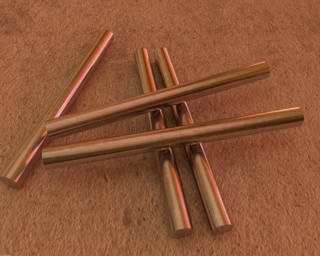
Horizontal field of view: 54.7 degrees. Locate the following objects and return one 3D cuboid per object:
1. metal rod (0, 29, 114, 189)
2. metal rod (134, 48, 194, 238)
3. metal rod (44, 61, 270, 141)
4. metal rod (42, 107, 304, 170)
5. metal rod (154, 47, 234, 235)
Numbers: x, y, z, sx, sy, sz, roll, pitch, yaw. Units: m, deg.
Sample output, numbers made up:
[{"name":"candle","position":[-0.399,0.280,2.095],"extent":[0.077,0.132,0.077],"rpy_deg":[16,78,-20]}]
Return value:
[{"name":"metal rod","position":[-0.131,-0.049,0.443],"extent":[0.025,0.025,0.300],"rpy_deg":[12,51,10]},{"name":"metal rod","position":[-0.004,-0.006,0.408],"extent":[0.025,0.025,0.300],"rpy_deg":[-8,50,-7]},{"name":"metal rod","position":[0.008,-0.039,0.402],"extent":[0.302,0.025,0.025],"rpy_deg":[-17,52,-14]},{"name":"metal rod","position":[0.022,0.010,0.360],"extent":[0.302,0.025,0.025],"rpy_deg":[-9,51,-8]},{"name":"metal rod","position":[0.032,-0.009,0.410],"extent":[0.025,0.025,0.300],"rpy_deg":[-9,51,-8]}]
